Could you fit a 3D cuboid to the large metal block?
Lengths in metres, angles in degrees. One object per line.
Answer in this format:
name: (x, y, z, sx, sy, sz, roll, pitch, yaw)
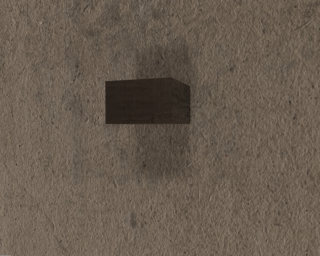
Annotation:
large metal block: (-0.012, -0.030, 0.383, 0.080, 0.080, 0.050, 0, 90, 19)
